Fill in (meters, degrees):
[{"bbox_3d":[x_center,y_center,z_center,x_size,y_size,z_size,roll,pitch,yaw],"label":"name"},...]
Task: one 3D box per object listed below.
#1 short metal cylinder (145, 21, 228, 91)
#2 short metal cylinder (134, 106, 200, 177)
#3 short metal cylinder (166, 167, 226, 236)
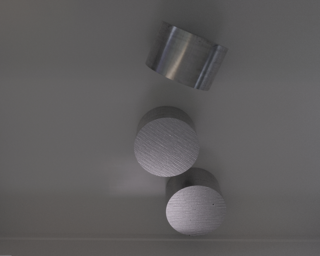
[{"bbox_3d":[0.030,-0.082,0.352,0.080,0.080,0.050,21,109,-8],"label":"short metal cylinder"},{"bbox_3d":[0.008,0.016,0.404,0.081,0.050,0.079,0,110,0],"label":"short metal cylinder"},{"bbox_3d":[0.048,0.103,0.436,0.081,0.050,0.079,0,110,0],"label":"short metal cylinder"}]
